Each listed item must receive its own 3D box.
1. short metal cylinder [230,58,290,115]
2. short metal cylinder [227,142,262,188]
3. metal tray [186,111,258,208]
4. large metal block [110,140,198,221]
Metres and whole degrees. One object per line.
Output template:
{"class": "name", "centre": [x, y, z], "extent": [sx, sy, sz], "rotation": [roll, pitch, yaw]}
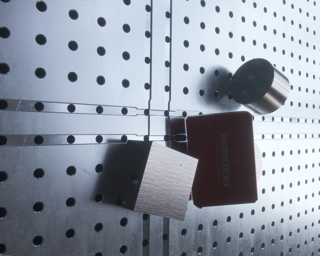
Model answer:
{"class": "short metal cylinder", "centre": [0.163, -0.067, 0.510], "extent": [0.050, 0.080, 0.080], "rotation": [23, 76, -38]}
{"class": "short metal cylinder", "centre": [0.118, 0.057, 0.492], "extent": [0.081, 0.050, 0.079], "rotation": [0, 90, -40]}
{"class": "metal tray", "centre": [0.088, 0.044, 0.445], "extent": [0.091, 0.030, 0.129], "rotation": [-5, 95, 2]}
{"class": "large metal block", "centre": [-0.006, 0.065, 0.388], "extent": [0.080, 0.050, 0.080], "rotation": [24, 75, -38]}
